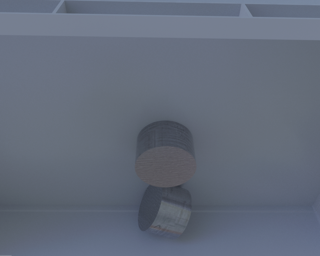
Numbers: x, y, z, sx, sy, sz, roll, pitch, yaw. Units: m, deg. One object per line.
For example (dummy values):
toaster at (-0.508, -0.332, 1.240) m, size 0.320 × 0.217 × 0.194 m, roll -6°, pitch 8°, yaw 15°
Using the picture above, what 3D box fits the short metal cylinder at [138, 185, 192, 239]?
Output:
short metal cylinder at (0.006, 0.126, 0.480) m, size 0.050 × 0.080 × 0.080 m, roll 23°, pitch 126°, yaw -19°

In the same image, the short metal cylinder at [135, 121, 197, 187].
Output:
short metal cylinder at (0.007, 0.036, 0.424) m, size 0.081 × 0.050 × 0.079 m, roll 0°, pitch 130°, yaw 0°
